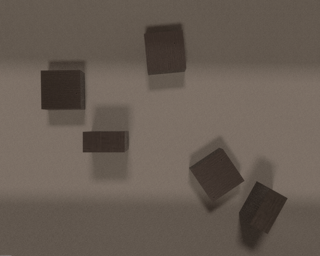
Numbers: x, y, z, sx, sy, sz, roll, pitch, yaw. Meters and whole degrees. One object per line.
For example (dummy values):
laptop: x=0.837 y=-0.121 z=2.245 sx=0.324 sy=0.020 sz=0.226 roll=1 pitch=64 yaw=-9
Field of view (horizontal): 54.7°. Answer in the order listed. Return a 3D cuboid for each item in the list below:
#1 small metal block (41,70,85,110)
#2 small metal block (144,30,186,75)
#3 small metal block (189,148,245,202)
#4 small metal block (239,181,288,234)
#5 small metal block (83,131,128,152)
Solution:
small metal block: x=-0.127 y=-0.049 z=0.410 sx=0.050 sy=0.025 sz=0.050 roll=-1 pitch=90 yaw=-1
small metal block: x=0.007 y=-0.099 z=0.411 sx=0.050 sy=0.025 sz=0.050 roll=-6 pitch=90 yaw=-1
small metal block: x=0.075 y=0.062 z=0.413 sx=0.050 sy=0.025 sz=0.050 roll=-34 pitch=90 yaw=0
small metal block: x=0.132 y=0.101 z=0.401 sx=0.025 sy=0.050 sz=0.050 roll=29 pitch=90 yaw=0
small metal block: x=-0.068 y=0.017 z=0.398 sx=0.050 sy=0.050 sz=0.025 roll=0 pitch=90 yaw=-1
